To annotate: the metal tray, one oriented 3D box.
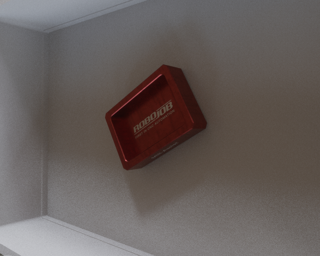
[{"bbox_3d":[-0.011,-0.010,0.410,0.130,0.030,0.090,-35,69,34],"label":"metal tray"}]
